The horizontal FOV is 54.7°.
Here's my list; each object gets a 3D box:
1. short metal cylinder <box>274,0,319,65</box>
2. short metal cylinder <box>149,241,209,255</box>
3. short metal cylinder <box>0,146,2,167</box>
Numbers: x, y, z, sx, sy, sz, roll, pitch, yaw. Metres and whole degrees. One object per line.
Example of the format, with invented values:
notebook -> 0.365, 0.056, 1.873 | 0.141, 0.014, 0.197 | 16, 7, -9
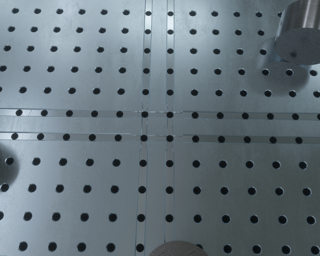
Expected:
short metal cylinder -> 0.206, -0.132, 0.432 | 0.080, 0.080, 0.050 | 17, 71, 6
short metal cylinder -> 0.019, 0.165, 0.338 | 0.081, 0.050, 0.080 | 0, 70, 0
short metal cylinder -> -0.248, 0.036, 0.384 | 0.081, 0.050, 0.080 | 0, 70, 0
